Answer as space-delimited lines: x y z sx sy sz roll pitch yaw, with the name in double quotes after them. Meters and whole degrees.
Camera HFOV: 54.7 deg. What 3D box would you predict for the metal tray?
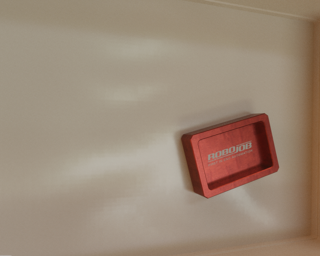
0.104 0.037 0.447 0.131 0.030 0.089 -16 96 -20 "metal tray"
